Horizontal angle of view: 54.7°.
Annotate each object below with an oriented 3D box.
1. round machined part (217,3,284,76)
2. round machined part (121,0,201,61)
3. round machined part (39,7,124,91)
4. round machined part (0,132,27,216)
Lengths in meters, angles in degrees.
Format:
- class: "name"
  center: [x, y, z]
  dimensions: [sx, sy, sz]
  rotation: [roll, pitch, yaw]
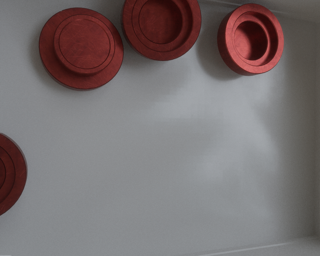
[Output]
- class: "round machined part"
  center: [0.125, -0.123, 0.447]
  dimensions: [0.099, 0.042, 0.097]
  rotation: [0, 90, -20]
- class: "round machined part"
  center: [-0.001, -0.135, 0.393]
  dimensions: [0.099, 0.042, 0.097]
  rotation: [-3, 103, -14]
- class: "round machined part"
  center: [-0.091, -0.095, 0.368]
  dimensions: [0.099, 0.042, 0.097]
  rotation: [0, 90, -20]
- class: "round machined part"
  center: [-0.194, 0.048, 0.330]
  dimensions: [0.099, 0.042, 0.097]
  rotation: [0, 90, -20]
